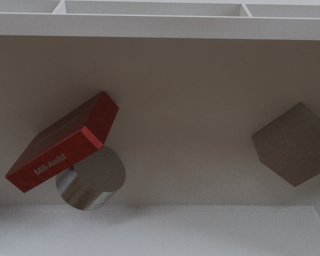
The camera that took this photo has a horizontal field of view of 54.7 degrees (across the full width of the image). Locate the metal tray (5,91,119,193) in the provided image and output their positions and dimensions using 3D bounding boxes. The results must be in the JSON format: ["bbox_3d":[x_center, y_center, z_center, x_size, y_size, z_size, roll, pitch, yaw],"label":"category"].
[{"bbox_3d":[-0.116,0.016,0.375,0.130,0.090,0.030,-29,115,22],"label":"metal tray"}]

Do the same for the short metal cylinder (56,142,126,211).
[{"bbox_3d":[-0.095,0.066,0.428,0.080,0.080,0.050,29,124,-23],"label":"short metal cylinder"}]

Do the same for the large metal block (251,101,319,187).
[{"bbox_3d":[0.185,0.024,0.416,0.080,0.050,0.080,34,122,-26],"label":"large metal block"}]
